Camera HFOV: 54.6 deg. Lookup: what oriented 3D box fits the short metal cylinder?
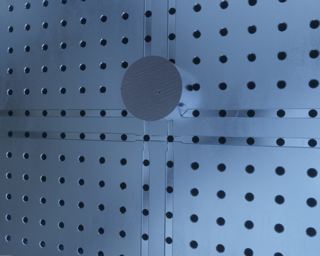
[{"bbox_3d":[-0.003,-0.048,0.401,0.080,0.050,0.080,0,90,20],"label":"short metal cylinder"}]
